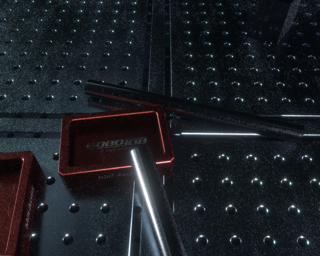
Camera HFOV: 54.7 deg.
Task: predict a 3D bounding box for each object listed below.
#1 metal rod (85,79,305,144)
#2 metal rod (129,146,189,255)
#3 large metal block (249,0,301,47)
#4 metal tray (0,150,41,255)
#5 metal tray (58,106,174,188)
[{"bbox_3d":[0.039,-0.026,0.429,0.301,0.025,0.025,13,51,10],"label":"metal rod"},{"bbox_3d":[0.024,0.146,0.265,0.025,0.025,0.299,-14,58,-12],"label":"metal rod"},{"bbox_3d":[0.207,-0.205,0.547,0.050,0.080,0.080,28,55,21],"label":"large metal block"},{"bbox_3d":[-0.184,0.088,0.327,0.091,0.030,0.130,-5,50,-5],"label":"metal tray"},{"bbox_3d":[-0.054,0.020,0.386,0.131,0.030,0.090,-6,50,-6],"label":"metal tray"}]
